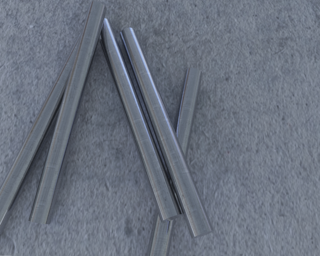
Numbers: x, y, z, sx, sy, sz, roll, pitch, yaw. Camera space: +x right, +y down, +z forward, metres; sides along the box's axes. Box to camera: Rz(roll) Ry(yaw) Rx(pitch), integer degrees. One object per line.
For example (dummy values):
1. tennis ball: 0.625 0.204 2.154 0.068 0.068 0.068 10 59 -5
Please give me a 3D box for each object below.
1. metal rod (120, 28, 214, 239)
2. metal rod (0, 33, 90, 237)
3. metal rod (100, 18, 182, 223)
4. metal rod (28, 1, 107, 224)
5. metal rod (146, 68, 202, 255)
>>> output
1. metal rod: -0.001 -0.013 0.393 0.025 0.025 0.299 -17 64 -6
2. metal rod: -0.155 0.001 0.405 0.025 0.025 0.299 18 71 6
3. metal rod: -0.036 -0.027 0.403 0.025 0.025 0.299 -18 66 -7
4. metal rod: -0.115 -0.031 0.404 0.025 0.025 0.299 10 75 3
5. metal rod: 0.017 0.059 0.386 0.025 0.025 0.299 11 70 4
